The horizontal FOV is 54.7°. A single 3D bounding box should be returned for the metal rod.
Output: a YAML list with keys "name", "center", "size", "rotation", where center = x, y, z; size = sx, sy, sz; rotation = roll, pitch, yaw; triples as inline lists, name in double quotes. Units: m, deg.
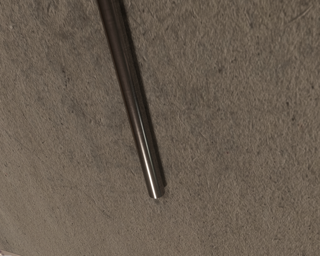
- name: "metal rod"
  center: [-0.034, -0.032, 0.403]
  size: [0.025, 0.025, 0.298]
  rotation: [2, 119, 27]
